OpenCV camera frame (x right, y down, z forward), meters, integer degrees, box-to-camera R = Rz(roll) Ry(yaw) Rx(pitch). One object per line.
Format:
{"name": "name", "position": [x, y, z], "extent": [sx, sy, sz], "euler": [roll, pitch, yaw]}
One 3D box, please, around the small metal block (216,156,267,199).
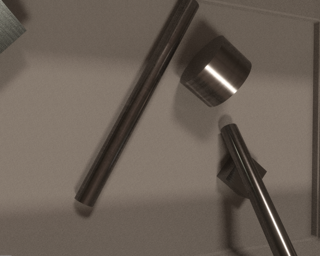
{"name": "small metal block", "position": [0.121, 0.068, 0.457], "extent": [0.050, 0.025, 0.050], "euler": [41, 77, -16]}

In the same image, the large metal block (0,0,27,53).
{"name": "large metal block", "position": [-0.198, -0.106, 0.302], "extent": [0.080, 0.050, 0.080], "euler": [-49, 149, -14]}

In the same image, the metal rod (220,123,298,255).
{"name": "metal rod", "position": [0.138, 0.124, 0.376], "extent": [0.025, 0.025, 0.299], "euler": [-5, 57, -20]}

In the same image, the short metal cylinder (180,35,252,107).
{"name": "short metal cylinder", "position": [0.072, -0.074, 0.409], "extent": [0.050, 0.080, 0.080], "euler": [38, 78, -17]}

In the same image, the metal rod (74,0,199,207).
{"name": "metal rod", "position": [-0.025, -0.041, 0.402], "extent": [0.025, 0.025, 0.299], "euler": [30, 80, -18]}
